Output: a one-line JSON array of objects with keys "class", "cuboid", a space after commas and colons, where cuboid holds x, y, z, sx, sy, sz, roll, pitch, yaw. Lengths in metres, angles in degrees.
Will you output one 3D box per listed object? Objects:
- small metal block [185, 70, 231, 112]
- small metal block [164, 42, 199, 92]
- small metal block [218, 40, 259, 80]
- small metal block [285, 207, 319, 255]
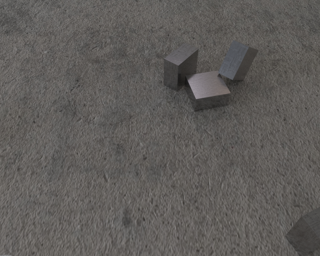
[{"class": "small metal block", "cuboid": [0.068, -0.054, 0.449, 0.050, 0.025, 0.050, -10, 51, -9]}, {"class": "small metal block", "cuboid": [0.031, -0.091, 0.463, 0.025, 0.050, 0.050, 31, 57, 23]}, {"class": "small metal block", "cuboid": [0.116, -0.099, 0.458, 0.025, 0.050, 0.050, 33, 23, 24]}, {"class": "small metal block", "cuboid": [0.159, 0.098, 0.305, 0.050, 0.050, 0.025, -20, 53, -16]}]
